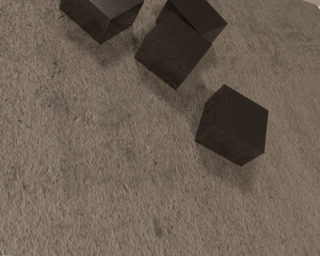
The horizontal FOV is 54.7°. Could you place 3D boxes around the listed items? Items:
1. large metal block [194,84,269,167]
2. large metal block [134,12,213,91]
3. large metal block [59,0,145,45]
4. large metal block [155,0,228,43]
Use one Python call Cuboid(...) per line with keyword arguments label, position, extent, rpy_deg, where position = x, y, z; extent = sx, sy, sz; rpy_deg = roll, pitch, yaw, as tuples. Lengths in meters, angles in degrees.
Cuboid(label="large metal block", position=(0.105, -0.004, 0.449), extent=(0.080, 0.050, 0.080), rpy_deg=(29, 52, -10))
Cuboid(label="large metal block", position=(0.021, -0.118, 0.473), extent=(0.080, 0.050, 0.080), rpy_deg=(38, 51, -3))
Cuboid(label="large metal block", position=(-0.085, -0.181, 0.454), extent=(0.080, 0.050, 0.080), rpy_deg=(42, 51, 0))
Cuboid(label="large metal block", position=(0.054, -0.180, 0.529), extent=(0.081, 0.050, 0.080), rpy_deg=(-34, 81, -39))
